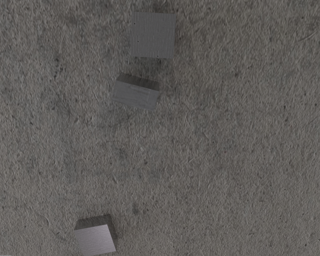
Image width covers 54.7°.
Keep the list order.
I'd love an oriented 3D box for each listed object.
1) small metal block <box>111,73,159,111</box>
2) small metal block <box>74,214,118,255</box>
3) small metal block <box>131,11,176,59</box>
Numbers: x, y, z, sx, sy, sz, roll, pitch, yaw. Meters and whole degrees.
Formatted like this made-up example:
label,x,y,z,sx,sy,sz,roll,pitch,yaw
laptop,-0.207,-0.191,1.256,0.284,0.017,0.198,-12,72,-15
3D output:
label,x,y,z,sx,sy,sz,roll,pitch,yaw
small metal block,-0.029,-0.045,0.379,0.050,0.050,0.025,14,110,-5
small metal block,-0.096,0.163,0.469,0.050,0.025,0.050,-12,110,4
small metal block,-0.008,-0.111,0.369,0.050,0.025,0.050,3,110,-1
